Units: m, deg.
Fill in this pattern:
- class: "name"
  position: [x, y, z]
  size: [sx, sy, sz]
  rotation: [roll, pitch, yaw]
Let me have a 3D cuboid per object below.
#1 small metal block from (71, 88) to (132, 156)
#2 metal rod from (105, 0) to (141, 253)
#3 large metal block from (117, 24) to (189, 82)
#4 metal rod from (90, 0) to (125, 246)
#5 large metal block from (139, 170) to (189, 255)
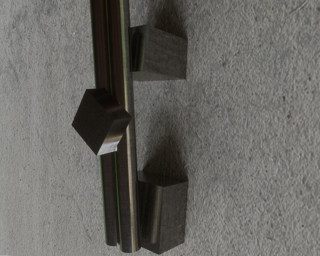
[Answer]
- class: "small metal block"
  position: [-0.063, -0.007, 0.331]
  size: [0.050, 0.025, 0.050]
  rotation: [46, 123, 24]
- class: "metal rod"
  position: [-0.040, -0.007, 0.345]
  size: [0.025, 0.025, 0.298]
  rotation: [4, 100, 40]
- class: "large metal block"
  position: [-0.021, -0.089, 0.389]
  size: [0.080, 0.081, 0.050]
  rotation: [5, 93, 40]
- class: "metal rod"
  position: [-0.060, -0.009, 0.361]
  size: [0.025, 0.025, 0.298]
  rotation: [4, 100, 40]
- class: "large metal block"
  position: [-0.013, 0.103, 0.400]
  size: [0.080, 0.050, 0.079]
  rotation: [6, 94, 39]
